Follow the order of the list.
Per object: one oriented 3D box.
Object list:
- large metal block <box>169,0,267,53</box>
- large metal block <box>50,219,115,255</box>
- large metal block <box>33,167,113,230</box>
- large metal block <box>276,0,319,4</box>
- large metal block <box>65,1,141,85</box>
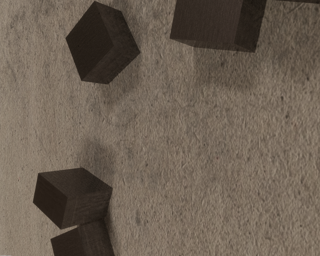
[{"bbox_3d":[0.064,-0.129,0.335,0.080,0.050,0.079,17,101,38],"label":"large metal block"},{"bbox_3d":[-0.119,0.198,0.484,0.080,0.050,0.080,-31,71,35],"label":"large metal block"},{"bbox_3d":[-0.134,0.104,0.477,0.080,0.081,0.050,24,105,37],"label":"large metal block"},{"bbox_3d":[0.121,-0.156,0.261,0.081,0.050,0.079,3,93,-2],"label":"large metal block"},{"bbox_3d":[-0.086,-0.122,0.457,0.080,0.050,0.080,-36,68,33],"label":"large metal block"}]
